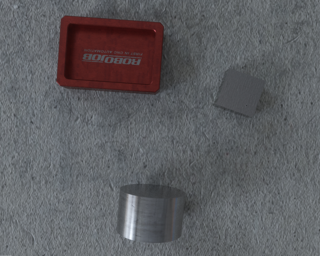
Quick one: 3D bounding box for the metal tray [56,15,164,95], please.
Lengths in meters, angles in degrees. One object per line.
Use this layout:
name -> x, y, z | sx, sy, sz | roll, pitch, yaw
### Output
metal tray -> -0.063, -0.094, 0.406 | 0.131, 0.030, 0.089 | 4, 90, 0

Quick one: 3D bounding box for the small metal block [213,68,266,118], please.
small metal block -> 0.104, -0.046, 0.411 | 0.050, 0.025, 0.050 | 20, 90, 0

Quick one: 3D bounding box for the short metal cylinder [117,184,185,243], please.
short metal cylinder -> -0.011, 0.102, 0.383 | 0.080, 0.080, 0.050 | 5, 90, 0
